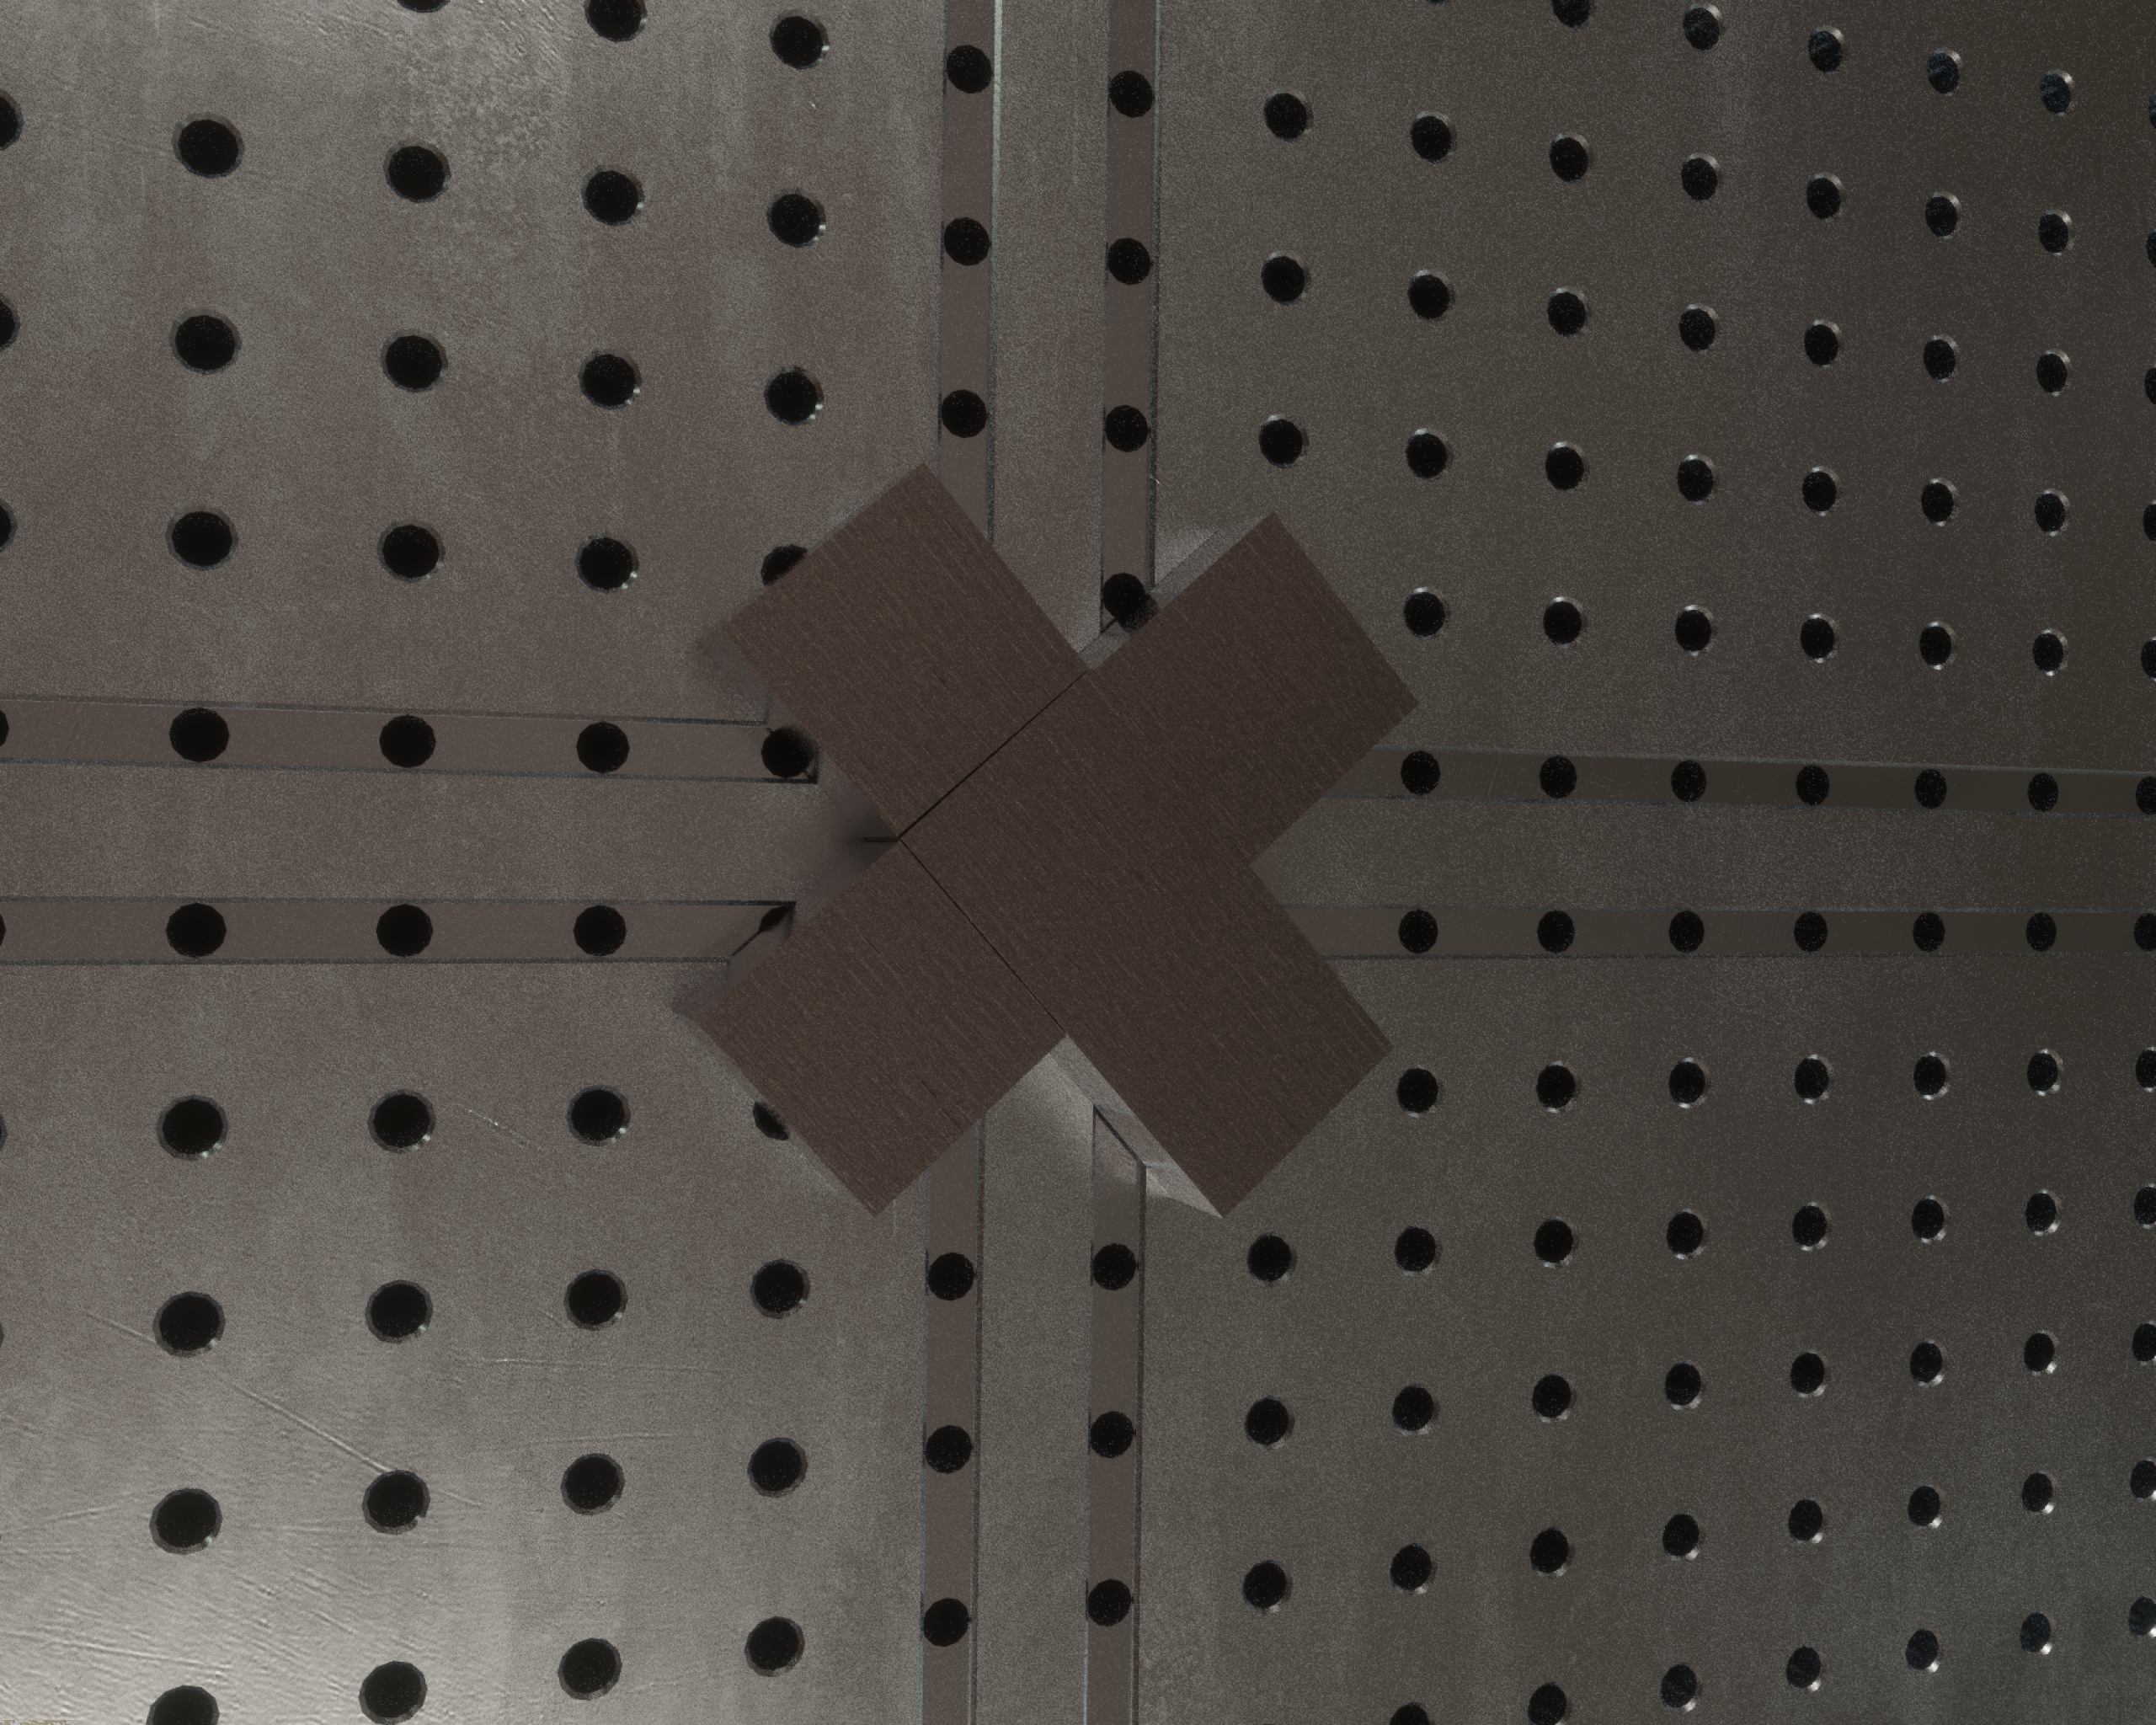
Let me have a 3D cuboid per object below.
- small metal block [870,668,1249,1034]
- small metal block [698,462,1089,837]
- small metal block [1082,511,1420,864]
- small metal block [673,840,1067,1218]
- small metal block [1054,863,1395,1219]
[{"bbox_3d":[-0.004,-0.002,0.411,0.050,0.025,0.050,-43,104,-15],"label":"small metal block"},{"bbox_3d":[-0.035,-0.040,0.400,0.050,0.025,0.050,-43,104,-15],"label":"small metal block"},{"bbox_3d":[0.032,-0.035,0.425,0.050,0.025,0.050,-43,104,-15],"label":"small metal block"},{"bbox_3d":[-0.040,0.031,0.399,0.050,0.025,0.050,-43,104,-15],"label":"small metal block"},{"bbox_3d":[0.027,0.035,0.424,0.050,0.025,0.050,-43,104,-15],"label":"small metal block"}]
